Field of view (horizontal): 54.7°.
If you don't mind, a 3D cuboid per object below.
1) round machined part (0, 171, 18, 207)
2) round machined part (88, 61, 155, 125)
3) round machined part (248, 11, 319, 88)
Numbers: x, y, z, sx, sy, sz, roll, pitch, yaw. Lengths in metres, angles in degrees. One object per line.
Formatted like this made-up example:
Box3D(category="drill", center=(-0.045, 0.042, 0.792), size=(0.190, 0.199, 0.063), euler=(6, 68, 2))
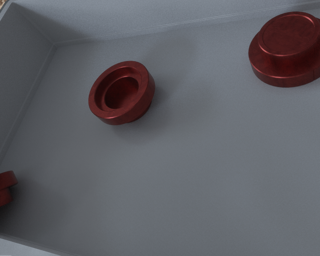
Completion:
Box3D(category="round machined part", center=(-0.252, 0.101, 0.442), size=(0.098, 0.098, 0.042), euler=(-25, 89, 13))
Box3D(category="round machined part", center=(-0.051, -0.046, 0.450), size=(0.098, 0.042, 0.098), euler=(-13, 56, 21))
Box3D(category="round machined part", center=(0.157, -0.101, 0.374), size=(0.098, 0.042, 0.098), euler=(-13, 56, 21))
